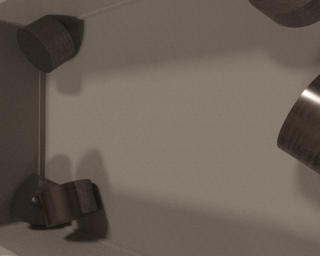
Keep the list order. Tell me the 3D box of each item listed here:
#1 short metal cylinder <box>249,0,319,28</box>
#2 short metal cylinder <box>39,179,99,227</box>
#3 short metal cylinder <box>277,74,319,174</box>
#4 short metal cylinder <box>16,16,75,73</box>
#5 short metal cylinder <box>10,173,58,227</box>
[{"bbox_3d":[0.125,-0.139,0.286,0.080,0.050,0.079,0,90,39],"label":"short metal cylinder"},{"bbox_3d":[-0.141,0.117,0.485,0.080,0.081,0.050,-30,71,35],"label":"short metal cylinder"},{"bbox_3d":[0.143,-0.002,0.253,0.050,0.081,0.079,39,114,33],"label":"short metal cylinder"},{"bbox_3d":[-0.190,-0.140,0.519,0.080,0.050,0.080,27,144,22],"label":"short metal cylinder"},{"bbox_3d":[-0.216,0.127,0.542,0.080,0.050,0.080,-29,41,29],"label":"short metal cylinder"}]
